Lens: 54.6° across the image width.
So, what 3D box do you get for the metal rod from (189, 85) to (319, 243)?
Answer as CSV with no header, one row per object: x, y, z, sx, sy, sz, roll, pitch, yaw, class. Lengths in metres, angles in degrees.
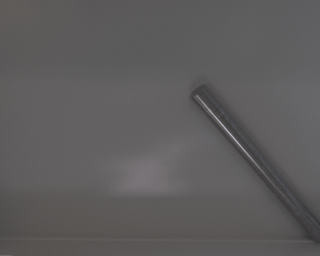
0.146,0.059,0.433,0.025,0.025,0.300,-40,106,13,metal rod
